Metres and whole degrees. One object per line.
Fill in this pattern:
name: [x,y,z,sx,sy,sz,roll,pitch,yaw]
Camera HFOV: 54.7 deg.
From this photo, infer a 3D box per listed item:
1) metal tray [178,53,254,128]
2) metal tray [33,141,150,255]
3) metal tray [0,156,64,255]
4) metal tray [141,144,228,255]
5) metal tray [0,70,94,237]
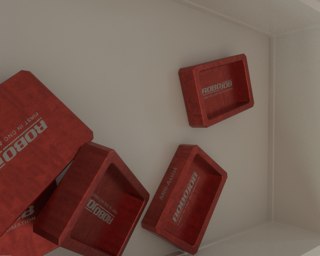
metal tray: [0.092,-0.061,0.483,0.131,0.030,0.089,-22,104,-38]
metal tray: [-0.059,0.083,0.316,0.090,0.030,0.130,-62,154,-23]
metal tray: [-0.155,0.087,0.275,0.131,0.030,0.089,-19,102,-39]
metal tray: [0.040,0.099,0.438,0.090,0.030,0.130,42,64,-32]
metal tray: [-0.131,0.021,0.263,0.090,0.030,0.130,46,50,-11]
